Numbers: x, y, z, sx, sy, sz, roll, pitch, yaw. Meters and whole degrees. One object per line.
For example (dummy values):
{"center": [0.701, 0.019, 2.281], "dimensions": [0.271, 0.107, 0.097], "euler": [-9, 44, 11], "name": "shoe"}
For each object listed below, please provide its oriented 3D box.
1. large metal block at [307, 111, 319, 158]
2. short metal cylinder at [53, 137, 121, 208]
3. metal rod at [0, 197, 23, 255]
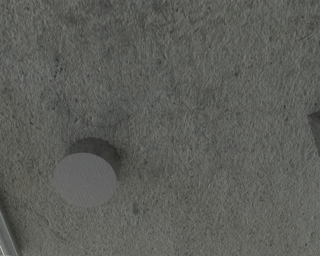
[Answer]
{"center": [0.252, 0.011, 0.403], "dimensions": [0.080, 0.050, 0.080], "euler": [-23, 109, 8], "name": "large metal block"}
{"center": [-0.095, 0.059, 0.417], "dimensions": [0.081, 0.050, 0.079], "euler": [0, 110, 0], "name": "short metal cylinder"}
{"center": [-0.250, 0.065, 0.431], "dimensions": [0.025, 0.025, 0.298], "euler": [-9, 110, 3], "name": "metal rod"}
